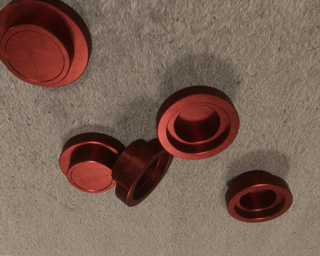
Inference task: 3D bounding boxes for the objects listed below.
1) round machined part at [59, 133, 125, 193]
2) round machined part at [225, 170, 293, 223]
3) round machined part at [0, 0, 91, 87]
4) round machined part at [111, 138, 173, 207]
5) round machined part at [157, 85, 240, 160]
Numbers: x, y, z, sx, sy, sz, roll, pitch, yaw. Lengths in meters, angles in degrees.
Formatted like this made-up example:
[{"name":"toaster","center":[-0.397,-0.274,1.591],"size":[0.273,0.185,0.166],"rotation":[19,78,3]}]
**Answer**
[{"name":"round machined part","center":[-0.094,0.056,0.443],"size":[0.099,0.042,0.097],"rotation":[0,130,0]},{"name":"round machined part","center":[0.152,0.104,0.487],"size":[0.099,0.042,0.097],"rotation":[-1,130,0]},{"name":"round machined part","center":[-0.124,-0.083,0.323],"size":[0.099,0.042,0.097],"rotation":[-1,130,0]},{"name":"round machined part","center":[-0.027,0.054,0.418],"size":[0.042,0.099,0.097],"rotation":[34,132,21]},{"name":"round machined part","center":[0.045,-0.010,0.384],"size":[0.099,0.042,0.097],"rotation":[-2,126,-3]}]
